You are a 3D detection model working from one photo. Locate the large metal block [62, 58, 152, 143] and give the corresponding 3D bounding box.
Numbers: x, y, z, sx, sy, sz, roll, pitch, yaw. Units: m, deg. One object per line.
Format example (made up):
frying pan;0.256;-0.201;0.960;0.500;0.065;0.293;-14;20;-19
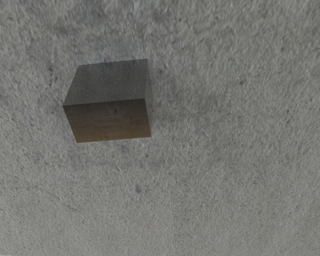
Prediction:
large metal block;-0.052;-0.032;0.343;0.080;0.080;0.050;-5;130;4
